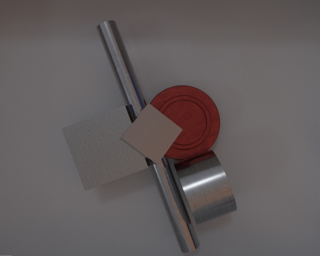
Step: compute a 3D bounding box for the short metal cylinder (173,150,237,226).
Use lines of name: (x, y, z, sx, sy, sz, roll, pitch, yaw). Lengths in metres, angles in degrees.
short metal cylinder: (0.054, 0.073, 0.383, 0.050, 0.080, 0.080, -21, 90, 0)

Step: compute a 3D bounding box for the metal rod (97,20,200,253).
metal rod: (-0.015, 0.011, 0.389, 0.025, 0.025, 0.299, -21, 90, 0)

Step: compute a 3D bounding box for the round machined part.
round machined part: (0.029, -0.007, 0.401, 0.099, 0.042, 0.097, 0, 90, -1)

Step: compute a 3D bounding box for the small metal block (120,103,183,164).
small metal block: (-0.011, 0.007, 0.361, 0.050, 0.025, 0.050, 38, 78, -7)

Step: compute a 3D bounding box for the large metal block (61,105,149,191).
large metal block: (-0.066, 0.024, 0.394, 0.080, 0.050, 0.080, -20, 90, -1)
